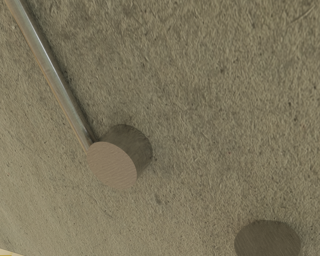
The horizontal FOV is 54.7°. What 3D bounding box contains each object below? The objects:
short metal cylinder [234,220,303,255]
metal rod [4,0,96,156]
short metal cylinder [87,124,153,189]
[{"bbox_3d":[0.141,0.166,0.400,0.080,0.080,0.050,-4,116,30],"label":"short metal cylinder"},{"bbox_3d":[-0.150,-0.074,0.440,0.025,0.025,0.299,-9,114,32],"label":"metal rod"},{"bbox_3d":[-0.057,0.041,0.446,0.080,0.050,0.079,13,124,21],"label":"short metal cylinder"}]
